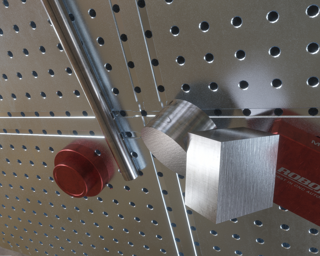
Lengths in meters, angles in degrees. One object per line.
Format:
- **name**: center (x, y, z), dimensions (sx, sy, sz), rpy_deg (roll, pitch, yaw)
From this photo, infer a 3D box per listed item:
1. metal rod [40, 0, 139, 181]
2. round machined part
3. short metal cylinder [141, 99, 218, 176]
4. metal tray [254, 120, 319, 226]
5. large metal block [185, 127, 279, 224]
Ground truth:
- **metal rod**: center (-0.094, -0.055, 0.426), dimensions (0.025, 0.025, 0.299), rpy_deg (-8, 115, 31)
- **round machined part**: center (-0.140, 0.078, 0.522), dimensions (0.098, 0.042, 0.097), rpy_deg (13, 124, 21)
- **short metal cylinder**: center (0.024, 0.012, 0.370), dimensions (0.080, 0.050, 0.080), rpy_deg (35, 155, 20)
- **metal tray**: center (0.171, 0.058, 0.354), dimensions (0.130, 0.030, 0.089), rpy_deg (27, 128, 11)
- **large metal block**: center (0.075, 0.045, 0.328), dimensions (0.050, 0.081, 0.079), rpy_deg (17, 109, 57)
